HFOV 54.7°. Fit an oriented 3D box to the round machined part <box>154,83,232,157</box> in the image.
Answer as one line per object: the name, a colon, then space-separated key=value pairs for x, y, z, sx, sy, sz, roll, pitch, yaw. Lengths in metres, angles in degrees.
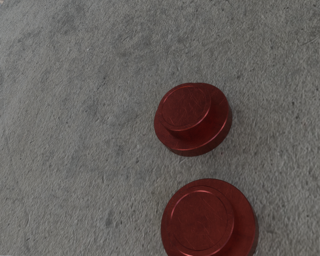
round machined part: x=0.036 y=-0.017 z=0.385 sx=0.098 sy=0.042 sz=0.098 roll=-13 pitch=56 yaw=21

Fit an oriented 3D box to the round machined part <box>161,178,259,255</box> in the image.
round machined part: x=0.045 y=0.097 z=0.310 sx=0.098 sy=0.042 sz=0.098 roll=-13 pitch=56 yaw=21
